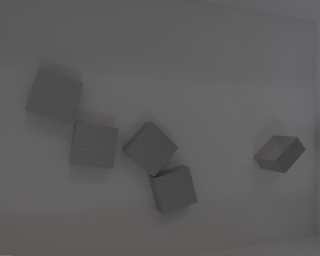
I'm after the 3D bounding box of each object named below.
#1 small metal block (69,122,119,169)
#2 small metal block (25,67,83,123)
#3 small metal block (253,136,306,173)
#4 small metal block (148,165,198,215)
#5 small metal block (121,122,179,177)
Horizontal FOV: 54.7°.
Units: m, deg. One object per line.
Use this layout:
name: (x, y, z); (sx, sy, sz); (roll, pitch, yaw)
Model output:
small metal block: (-0.081, 0.021, 0.380); (0.050, 0.025, 0.050); (9, 87, -20)
small metal block: (-0.124, -0.037, 0.365); (0.050, 0.025, 0.050); (19, 84, -19)
small metal block: (0.177, 0.038, 0.462); (0.050, 0.050, 0.025); (-43, 104, -15)
small metal block: (0.018, 0.082, 0.417); (0.050, 0.025, 0.050); (-15, 95, -19)
small metal block: (-0.013, 0.027, 0.406); (0.050, 0.025, 0.050); (45, 76, -15)
